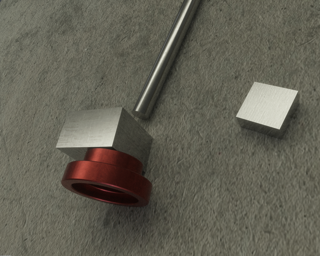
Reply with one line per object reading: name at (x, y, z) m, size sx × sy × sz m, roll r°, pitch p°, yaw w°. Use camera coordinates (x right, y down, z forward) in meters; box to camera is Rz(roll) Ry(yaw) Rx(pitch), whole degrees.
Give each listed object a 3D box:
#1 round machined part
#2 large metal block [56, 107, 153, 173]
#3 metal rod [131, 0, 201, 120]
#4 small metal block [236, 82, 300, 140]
round machined part at (-0.057, 0.055, 0.352) m, size 0.098 × 0.098 × 0.042 m, roll -2°, pitch 61°, yaw 27°
large metal block at (-0.066, 0.018, 0.391) m, size 0.080 × 0.080 × 0.050 m, roll -3°, pitch 61°, yaw 26°
metal rod at (0.027, -0.147, 0.478) m, size 0.025 × 0.025 × 0.300 m, roll 10°, pitch 66°, yaw 32°
small metal block at (0.123, -0.021, 0.352) m, size 0.050 × 0.025 × 0.050 m, roll 21°, pitch 72°, yaw 35°
